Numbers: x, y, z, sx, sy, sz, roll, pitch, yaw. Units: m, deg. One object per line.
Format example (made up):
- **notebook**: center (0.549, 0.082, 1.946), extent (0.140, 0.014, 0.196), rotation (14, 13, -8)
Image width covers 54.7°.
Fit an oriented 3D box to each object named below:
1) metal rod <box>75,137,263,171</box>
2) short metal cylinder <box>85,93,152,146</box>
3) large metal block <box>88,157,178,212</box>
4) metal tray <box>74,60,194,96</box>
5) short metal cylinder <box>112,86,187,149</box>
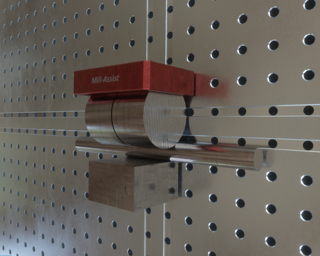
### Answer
- **metal rod**: center (-0.014, 0.029, 0.415), extent (0.300, 0.025, 0.025), rotation (2, 91, 40)
- **short metal cylinder**: center (-0.051, -0.016, 0.412), extent (0.050, 0.081, 0.079), rotation (1, 91, 40)
- **large metal block**: center (-0.033, 0.067, 0.395), extent (0.080, 0.081, 0.050), rotation (1, 91, 40)
- **metal tray**: center (-0.034, -0.056, 0.390), extent (0.130, 0.091, 0.030), rotation (2, 91, 40)
- **short metal cylinder**: center (-0.011, -0.016, 0.379), extent (0.050, 0.081, 0.079), rotation (2, 92, 40)
